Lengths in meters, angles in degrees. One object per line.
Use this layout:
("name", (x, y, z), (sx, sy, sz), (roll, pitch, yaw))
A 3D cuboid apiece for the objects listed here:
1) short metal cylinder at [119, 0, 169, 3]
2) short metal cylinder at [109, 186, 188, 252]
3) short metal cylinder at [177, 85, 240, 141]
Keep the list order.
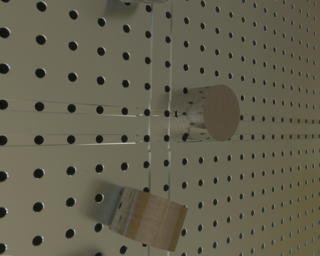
("short metal cylinder", (-0.019, -0.187, 0.356), (0.050, 0.080, 0.079), (-17, 101, -39))
("short metal cylinder", (-0.013, 0.105, 0.362), (0.080, 0.080, 0.050), (31, 71, -36))
("short metal cylinder", (0.071, -0.021, 0.452), (0.081, 0.050, 0.079), (0, 90, -40))
